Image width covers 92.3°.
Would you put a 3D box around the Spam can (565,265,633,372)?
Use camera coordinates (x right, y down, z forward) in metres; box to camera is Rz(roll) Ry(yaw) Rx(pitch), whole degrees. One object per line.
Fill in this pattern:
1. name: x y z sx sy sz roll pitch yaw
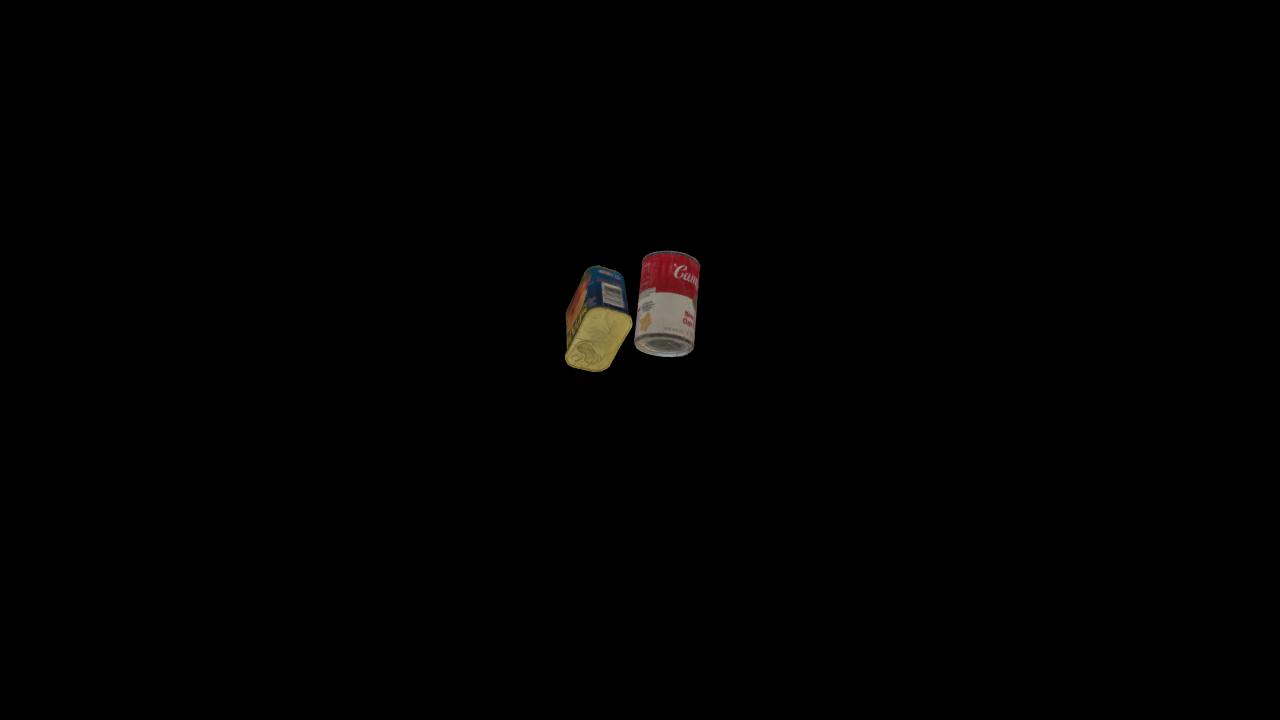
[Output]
1. Spam can: -0.053 -0.050 0.746 0.058 0.085 0.101 15 -49 -21

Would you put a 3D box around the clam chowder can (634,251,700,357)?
1. clam chowder can: 0.030 -0.061 0.686 0.068 0.102 0.068 6 -18 2
